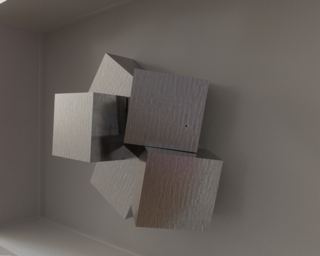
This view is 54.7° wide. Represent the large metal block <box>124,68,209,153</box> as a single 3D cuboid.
[{"bbox_3d":[0.005,-0.021,0.355,0.081,0.050,0.079,8,97,-6],"label":"large metal block"}]

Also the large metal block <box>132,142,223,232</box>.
[{"bbox_3d":[0.016,0.064,0.345,0.050,0.081,0.079,-138,57,-76],"label":"large metal block"}]

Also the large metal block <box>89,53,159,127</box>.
[{"bbox_3d":[-0.050,-0.045,0.428,0.080,0.050,0.080,43,116,31],"label":"large metal block"}]

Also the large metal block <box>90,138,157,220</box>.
[{"bbox_3d":[-0.039,0.060,0.415,0.080,0.050,0.079,37,112,33],"label":"large metal block"}]

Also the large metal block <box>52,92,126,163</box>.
[{"bbox_3d":[-0.091,-0.002,0.394,0.080,0.050,0.079,4,91,40],"label":"large metal block"}]
